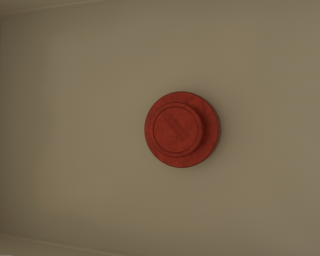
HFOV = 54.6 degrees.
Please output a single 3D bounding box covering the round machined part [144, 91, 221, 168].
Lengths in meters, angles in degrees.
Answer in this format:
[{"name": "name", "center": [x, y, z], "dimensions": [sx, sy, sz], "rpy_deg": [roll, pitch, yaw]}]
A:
[{"name": "round machined part", "center": [0.025, 0.002, 0.393], "dimensions": [0.098, 0.042, 0.097], "rpy_deg": [0, 90, 20]}]
